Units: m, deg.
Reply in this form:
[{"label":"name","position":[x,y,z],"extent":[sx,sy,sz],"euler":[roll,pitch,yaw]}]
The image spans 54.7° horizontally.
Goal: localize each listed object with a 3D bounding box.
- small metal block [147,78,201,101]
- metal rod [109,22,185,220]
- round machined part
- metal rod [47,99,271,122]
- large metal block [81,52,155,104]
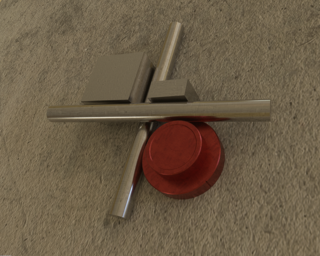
[{"label":"small metal block","position":[0.019,-0.037,0.401],"extent":[0.050,0.050,0.025],"euler":[-1,61,27]},{"label":"metal rod","position":[-0.011,-0.026,0.426],"extent":[0.025,0.025,0.300],"euler":[2,62,29]},{"label":"round machined part","position":[0.022,0.030,0.362],"extent":[0.098,0.042,0.098],"euler":[-13,56,20]},{"label":"metal rod","position":[-0.018,-0.020,0.394],"extent":[0.301,0.025,0.025],"euler":[0,62,23]},{"label":"large metal block","position":[-0.057,-0.061,0.454],"extent":[0.080,0.050,0.080],"euler":[1,62,28]}]
